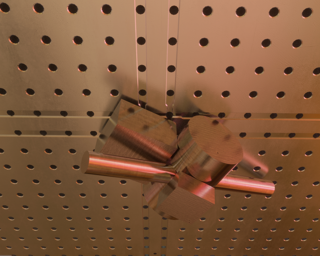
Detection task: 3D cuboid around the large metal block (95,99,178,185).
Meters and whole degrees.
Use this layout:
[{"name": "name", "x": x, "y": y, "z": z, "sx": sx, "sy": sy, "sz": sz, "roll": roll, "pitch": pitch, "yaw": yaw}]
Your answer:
[{"name": "large metal block", "x": -0.033, "y": 0.021, "z": 0.405, "sx": 0.080, "sy": 0.050, "sz": 0.080, "roll": 23, "pitch": 126, "yaw": -19}]

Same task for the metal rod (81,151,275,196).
[{"name": "metal rod", "x": 0.045, "y": 0.066, "z": 0.412, "sx": 0.302, "sy": 0.025, "sz": 0.025, "roll": 13, "pitch": 131, "yaw": -31}]

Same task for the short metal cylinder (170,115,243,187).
[{"name": "short metal cylinder", "x": 0.058, "y": 0.030, "z": 0.397, "sx": 0.080, "sy": 0.080, "sz": 0.050, "roll": 22, "pitch": 127, "yaw": -18}]

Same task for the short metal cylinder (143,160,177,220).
[{"name": "short metal cylinder", "x": 0.023, "y": 0.082, "z": 0.441, "sx": 0.080, "sy": 0.080, "sz": 0.050, "roll": 24, "pitch": 126, "yaw": -19}]

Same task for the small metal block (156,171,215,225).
[{"name": "small metal block", "x": 0.031, "y": 0.086, "z": 0.377, "sx": 0.050, "sy": 0.025, "sz": 0.050, "roll": 28, "pitch": 125, "yaw": -12}]
